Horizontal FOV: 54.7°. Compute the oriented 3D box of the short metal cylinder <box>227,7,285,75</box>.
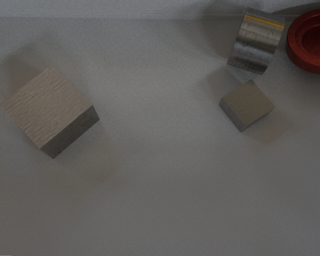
[{"bbox_3d":[0.130,-0.119,0.425,0.050,0.080,0.080,19,71,6],"label":"short metal cylinder"}]

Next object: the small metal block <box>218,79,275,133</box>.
[{"bbox_3d":[0.117,-0.030,0.422,0.050,0.025,0.050,-32,73,-11],"label":"small metal block"}]

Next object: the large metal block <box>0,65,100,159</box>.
[{"bbox_3d":[-0.140,-0.020,0.402,0.080,0.050,0.080,-43,76,-14],"label":"large metal block"}]

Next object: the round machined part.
[{"bbox_3d":[0.230,-0.117,0.438,0.098,0.042,0.098,-5,65,12],"label":"round machined part"}]
